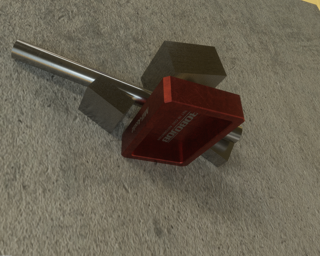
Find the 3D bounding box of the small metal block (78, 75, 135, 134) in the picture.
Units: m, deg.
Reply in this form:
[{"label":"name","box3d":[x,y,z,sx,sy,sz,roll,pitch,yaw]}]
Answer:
[{"label":"small metal block","box3d":[-0.065,-0.027,0.371,0.050,0.050,0.025,38,51,-3]}]

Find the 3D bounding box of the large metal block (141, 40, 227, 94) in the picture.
[{"label":"large metal block","box3d":[0.030,-0.071,0.430,0.081,0.080,0.050,-2,63,-30]}]

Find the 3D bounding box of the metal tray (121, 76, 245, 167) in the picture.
[{"label":"metal tray","box3d":[0.019,0.001,0.350,0.091,0.129,0.030,12,57,-22]}]

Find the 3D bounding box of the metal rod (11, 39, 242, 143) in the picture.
[{"label":"metal rod","box3d":[-0.033,-0.043,0.397,0.302,0.025,0.025,20,54,-10]}]

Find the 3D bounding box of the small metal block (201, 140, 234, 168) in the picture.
[{"label":"small metal block","box3d":[0.075,0.019,0.437,0.050,0.025,0.050,36,51,-5]}]
